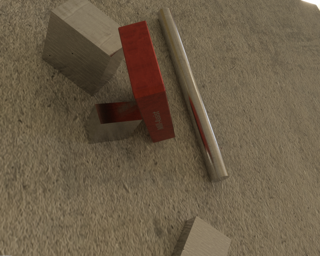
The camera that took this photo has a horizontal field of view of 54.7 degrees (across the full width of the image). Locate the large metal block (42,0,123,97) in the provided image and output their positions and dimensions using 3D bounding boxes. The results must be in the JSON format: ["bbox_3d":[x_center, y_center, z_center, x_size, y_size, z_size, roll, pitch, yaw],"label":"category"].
[{"bbox_3d":[-0.091,-0.099,0.381,0.080,0.080,0.050,38,51,-4],"label":"large metal block"}]

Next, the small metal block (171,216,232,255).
[{"bbox_3d":[0.046,0.136,0.347,0.050,0.025,0.050,35,51,-5],"label":"small metal block"}]

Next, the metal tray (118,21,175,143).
[{"bbox_3d":[-0.012,-0.047,0.363,0.030,0.130,0.090,-15,66,1],"label":"metal tray"}]

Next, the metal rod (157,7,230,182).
[{"bbox_3d":[0.043,-0.064,0.468,0.025,0.025,0.299,-1,62,-29],"label":"metal rod"}]

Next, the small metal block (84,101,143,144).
[{"bbox_3d":[-0.056,-0.006,0.363,0.050,0.050,0.025,-7,66,-32],"label":"small metal block"}]
